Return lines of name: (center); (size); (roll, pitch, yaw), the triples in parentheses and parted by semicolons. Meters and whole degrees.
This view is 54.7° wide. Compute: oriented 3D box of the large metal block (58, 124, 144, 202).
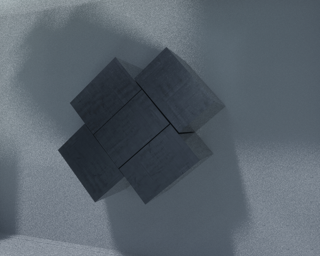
large metal block: (-0.070, 0.041, 0.404); (0.050, 0.080, 0.080); (-42, 77, 15)

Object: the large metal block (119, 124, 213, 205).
large metal block: (0.011, 0.040, 0.376); (0.080, 0.080, 0.050); (-42, 77, 15)

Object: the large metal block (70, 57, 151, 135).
large metal block: (-0.051, -0.037, 0.397); (0.080, 0.080, 0.050); (-42, 77, 15)

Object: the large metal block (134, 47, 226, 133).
large metal block: (0.027, -0.042, 0.370); (0.050, 0.080, 0.080); (-42, 77, 15)

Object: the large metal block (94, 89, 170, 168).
large metal block: (-0.020, 0.001, 0.387); (0.080, 0.080, 0.050); (-42, 77, 15)
